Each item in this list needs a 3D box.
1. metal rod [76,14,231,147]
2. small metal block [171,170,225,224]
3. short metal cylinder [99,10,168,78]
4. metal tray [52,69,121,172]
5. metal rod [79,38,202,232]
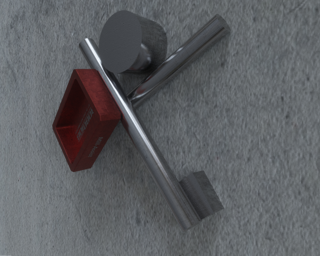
[{"bbox_3d":[-0.029,-0.044,0.429,0.299,0.025,0.025,-36,68,33],"label":"metal rod"},{"bbox_3d":[0.040,0.086,0.371,0.050,0.025,0.050,-41,66,32],"label":"small metal block"},{"bbox_3d":[-0.037,-0.111,0.417,0.080,0.050,0.079,0,90,39],"label":"short metal cylinder"},{"bbox_3d":[-0.110,-0.009,0.441,0.090,0.030,0.129,58,135,24],"label":"metal tray"},{"bbox_3d":[-0.037,-0.008,0.403,0.025,0.025,0.299,-46,63,30],"label":"metal rod"}]
